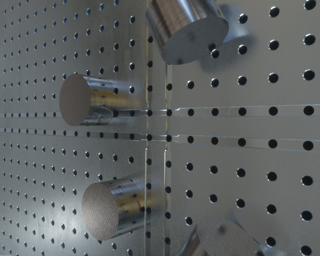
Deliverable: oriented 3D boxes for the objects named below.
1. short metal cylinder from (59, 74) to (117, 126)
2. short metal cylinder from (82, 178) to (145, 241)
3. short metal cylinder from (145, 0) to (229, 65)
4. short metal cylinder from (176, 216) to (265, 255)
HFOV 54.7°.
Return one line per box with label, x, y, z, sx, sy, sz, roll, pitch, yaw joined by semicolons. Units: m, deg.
short metal cylinder;-0.114;-0.042;0.487;0.080;0.050;0.079;0;90;40
short metal cylinder;-0.069;0.116;0.450;0.080;0.050;0.079;0;90;40
short metal cylinder;0.030;-0.116;0.349;0.080;0.081;0.050;-35;69;34
short metal cylinder;0.062;0.139;0.322;0.080;0.081;0.050;41;115;32
